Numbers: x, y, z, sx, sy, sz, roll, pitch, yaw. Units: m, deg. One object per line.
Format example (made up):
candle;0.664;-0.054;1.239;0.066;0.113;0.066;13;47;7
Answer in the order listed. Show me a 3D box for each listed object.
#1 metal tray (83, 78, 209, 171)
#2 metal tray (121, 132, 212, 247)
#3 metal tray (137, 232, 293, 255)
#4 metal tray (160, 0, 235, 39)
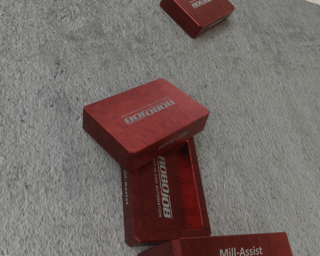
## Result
metal tray;-0.015;-0.011;0.378;0.131;0.030;0.090;-27;54;-37
metal tray;0.003;0.066;0.361;0.091;0.030;0.130;7;59;-25
metal tray;0.054;0.131;0.310;0.131;0.090;0.030;6;59;-25
metal tray;0.072;-0.227;0.578;0.090;0.030;0.131;47;51;4
